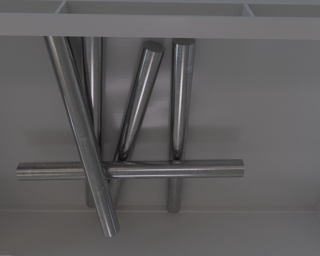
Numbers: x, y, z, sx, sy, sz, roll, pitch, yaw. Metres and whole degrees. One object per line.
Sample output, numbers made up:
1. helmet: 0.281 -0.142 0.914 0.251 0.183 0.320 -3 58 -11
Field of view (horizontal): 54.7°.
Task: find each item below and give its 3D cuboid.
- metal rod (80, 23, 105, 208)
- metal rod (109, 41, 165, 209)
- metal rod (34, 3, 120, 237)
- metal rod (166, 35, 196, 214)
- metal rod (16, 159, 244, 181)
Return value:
1. metal rod: -0.090 0.009 0.415 0.025 0.025 0.298 6 130 -5
2. metal rod: -0.046 0.022 0.426 0.025 0.025 0.298 12 129 -10
3. metal rod: -0.090 0.011 0.371 0.025 0.025 0.298 -7 116 5
4. metal rod: 0.024 0.020 0.426 0.025 0.025 0.298 0 130 -1
5. metal rod: -0.039 0.057 0.422 0.302 0.025 0.025 -1 130 0
